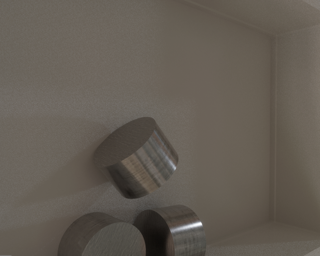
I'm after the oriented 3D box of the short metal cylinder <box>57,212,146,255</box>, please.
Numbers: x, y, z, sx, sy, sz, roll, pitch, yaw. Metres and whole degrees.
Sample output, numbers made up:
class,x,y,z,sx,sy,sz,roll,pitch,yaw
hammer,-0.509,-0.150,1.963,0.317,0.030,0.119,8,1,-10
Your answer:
class,x,y,z,sx,sy,sz,roll,pitch,yaw
short metal cylinder,-0.063,0.137,0.338,0.081,0.050,0.080,0,90,-40

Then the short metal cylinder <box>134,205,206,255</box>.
class,x,y,z,sx,sy,sz,roll,pitch,yaw
short metal cylinder,0.009,0.138,0.379,0.050,0.080,0.080,3,88,-40

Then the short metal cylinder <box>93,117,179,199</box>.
class,x,y,z,sx,sy,sz,roll,pitch,yaw
short metal cylinder,-0.027,0.032,0.348,0.080,0.080,0.050,-49,119,-29
